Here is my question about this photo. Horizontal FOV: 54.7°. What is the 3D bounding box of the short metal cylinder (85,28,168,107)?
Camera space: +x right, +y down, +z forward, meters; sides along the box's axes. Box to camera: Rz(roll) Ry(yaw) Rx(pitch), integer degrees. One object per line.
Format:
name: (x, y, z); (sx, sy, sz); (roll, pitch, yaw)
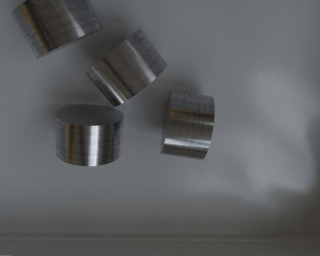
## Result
short metal cylinder: (-0.039, -0.069, 0.356); (0.080, 0.080, 0.050); (-35, 107, 12)

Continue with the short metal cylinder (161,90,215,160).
short metal cylinder: (0.032, -0.004, 0.381); (0.050, 0.080, 0.079); (9, 110, -3)

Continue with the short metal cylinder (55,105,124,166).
short metal cylinder: (-0.087, 0.006, 0.383); (0.081, 0.080, 0.050); (5, 110, -2)

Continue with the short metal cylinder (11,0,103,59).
short metal cylinder: (-0.110, -0.116, 0.338); (0.080, 0.080, 0.050); (-23, 109, 8)
